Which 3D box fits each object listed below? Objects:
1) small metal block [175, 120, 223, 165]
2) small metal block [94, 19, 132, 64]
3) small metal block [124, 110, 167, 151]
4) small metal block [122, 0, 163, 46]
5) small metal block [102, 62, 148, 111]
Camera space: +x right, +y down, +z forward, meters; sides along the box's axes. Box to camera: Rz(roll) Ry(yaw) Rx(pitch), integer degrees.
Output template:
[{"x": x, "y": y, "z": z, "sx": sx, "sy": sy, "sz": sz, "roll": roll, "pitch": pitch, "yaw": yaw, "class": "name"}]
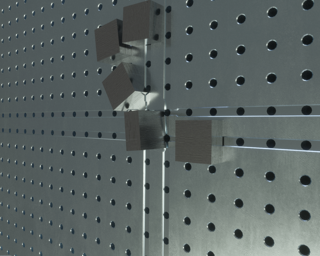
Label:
[{"x": 0.046, "y": 0.016, "z": 0.370, "sx": 0.050, "sy": 0.025, "sz": 0.050, "roll": 1, "pitch": 90, "yaw": 39, "class": "small metal block"}, {"x": -0.070, "y": -0.128, "z": 0.465, "sx": 0.050, "sy": 0.025, "sz": 0.050, "roll": -10, "pitch": 84, "yaw": 39, "class": "small metal block"}, {"x": -0.019, "y": 0.003, "z": 0.407, "sx": 0.025, "sy": 0.050, "sz": 0.050, "roll": -7, "pitch": 86, "yaw": 39, "class": "small metal block"}, {"x": -0.025, "y": -0.143, "z": 0.428, "sx": 0.050, "sy": 0.025, "sz": 0.050, "roll": 4, "pitch": 92, "yaw": 39, "class": "small metal block"}, {"x": -0.052, "y": -0.059, "z": 0.450, "sx": 0.050, "sy": 0.025, "sz": 0.050, "roll": -37, "pitch": 68, "yaw": 33, "class": "small metal block"}]
